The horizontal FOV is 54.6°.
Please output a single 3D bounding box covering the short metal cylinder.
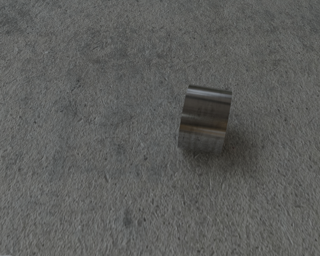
[{"bbox_3d":[0.055,-0.010,0.376,0.050,0.080,0.080,10,51,9],"label":"short metal cylinder"}]
